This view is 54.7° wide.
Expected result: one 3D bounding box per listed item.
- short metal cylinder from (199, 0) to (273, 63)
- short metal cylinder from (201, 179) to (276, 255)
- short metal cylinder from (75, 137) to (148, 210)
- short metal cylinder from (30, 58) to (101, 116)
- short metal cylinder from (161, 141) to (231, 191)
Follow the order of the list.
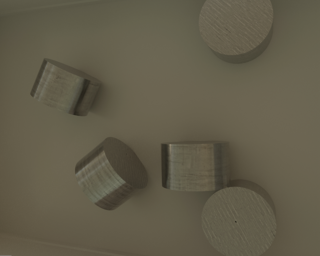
[{"bbox_3d":[0.091,-0.120,0.365,0.080,0.050,0.079,0,90,19],"label":"short metal cylinder"},{"bbox_3d":[0.094,0.104,0.364,0.080,0.050,0.079,0,90,19],"label":"short metal cylinder"},{"bbox_3d":[-0.062,0.058,0.402,0.050,0.080,0.080,-39,78,16],"label":"short metal cylinder"},{"bbox_3d":[-0.128,-0.056,0.425,0.080,0.080,0.050,28,99,17],"label":"short metal cylinder"},{"bbox_3d":[0.042,0.042,0.366,0.080,0.080,0.050,-2,90,19],"label":"short metal cylinder"}]
